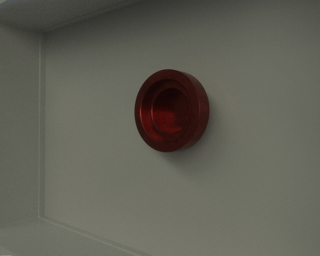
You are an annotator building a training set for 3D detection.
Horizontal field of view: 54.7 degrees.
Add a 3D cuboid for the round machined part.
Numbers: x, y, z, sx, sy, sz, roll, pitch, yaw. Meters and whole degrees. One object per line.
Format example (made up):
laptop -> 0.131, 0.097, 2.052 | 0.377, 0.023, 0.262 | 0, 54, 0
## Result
round machined part -> 0.018, -0.020, 0.379 | 0.098, 0.042, 0.097 | 0, 90, 39
